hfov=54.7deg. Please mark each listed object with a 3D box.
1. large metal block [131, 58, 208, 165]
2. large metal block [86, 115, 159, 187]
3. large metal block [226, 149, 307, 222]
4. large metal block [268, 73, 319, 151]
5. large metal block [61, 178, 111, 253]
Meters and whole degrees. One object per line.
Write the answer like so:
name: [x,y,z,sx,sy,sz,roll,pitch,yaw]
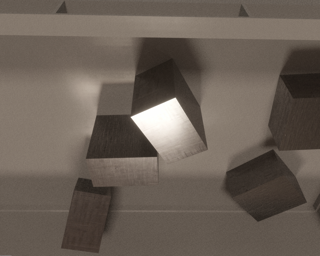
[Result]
large metal block: [0.012,-0.019,0.357,0.050,0.080,0.080,-23,127,18]
large metal block: [-0.043,0.027,0.395,0.081,0.080,0.050,-2,130,1]
large metal block: [0.161,0.090,0.472,0.080,0.050,0.080,-32,124,24]
large metal block: [0.187,-0.019,0.379,0.081,0.050,0.079,-3,130,1]
large metal block: [-0.106,0.125,0.456,0.050,0.080,0.080,12,91,-11]
